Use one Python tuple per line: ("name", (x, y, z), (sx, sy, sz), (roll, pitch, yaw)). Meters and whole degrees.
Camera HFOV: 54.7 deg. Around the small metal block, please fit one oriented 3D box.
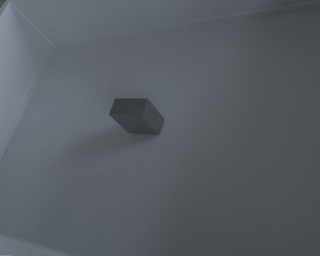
("small metal block", (-0.030, -0.015, 0.409), (0.050, 0.050, 0.025), (3, 63, 29))
